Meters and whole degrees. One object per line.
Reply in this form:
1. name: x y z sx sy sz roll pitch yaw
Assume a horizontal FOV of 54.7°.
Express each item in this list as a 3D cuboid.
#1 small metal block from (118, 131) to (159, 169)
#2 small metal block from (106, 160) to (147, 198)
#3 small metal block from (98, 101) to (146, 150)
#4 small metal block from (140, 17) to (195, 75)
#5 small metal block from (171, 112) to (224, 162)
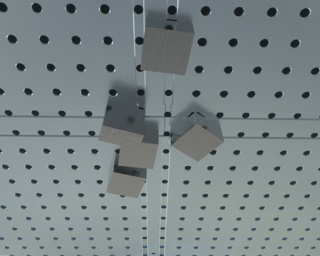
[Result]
1. small metal block: -0.031 0.030 0.437 0.050 0.025 0.050 7 130 -7
2. small metal block: -0.052 0.080 0.479 0.050 0.025 0.050 14 129 -12
3. small metal block: -0.047 -0.004 0.391 0.050 0.050 0.025 14 129 -12
4. small metal block: 0.007 -0.088 0.337 0.050 0.025 0.050 6 130 -6
5. small metal block: 0.050 0.013 0.424 0.050 0.025 0.050 32 123 -25
